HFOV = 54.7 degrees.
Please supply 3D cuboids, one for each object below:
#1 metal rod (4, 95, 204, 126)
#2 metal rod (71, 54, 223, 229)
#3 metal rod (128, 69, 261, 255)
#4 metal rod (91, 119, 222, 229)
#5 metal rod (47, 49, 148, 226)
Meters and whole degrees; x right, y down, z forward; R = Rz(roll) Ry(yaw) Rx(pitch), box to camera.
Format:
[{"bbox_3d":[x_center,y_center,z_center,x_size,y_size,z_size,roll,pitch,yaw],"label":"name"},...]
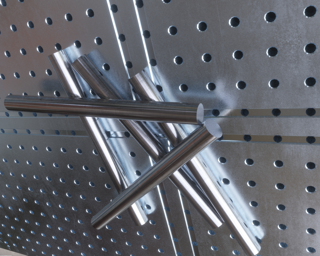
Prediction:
[{"bbox_3d":[-0.091,-0.027,0.408,0.301,0.025,0.025,5,121,25],"label":"metal rod"},{"bbox_3d":[-0.012,0.023,0.430,0.025,0.025,0.300,-34,100,38],"label":"metal rod"},{"bbox_3d":[0.052,0.054,0.416,0.025,0.025,0.299,-25,105,36],"label":"metal rod"},{"bbox_3d":[-0.023,0.081,0.439,0.025,0.025,0.299,44,129,-3],"label":"metal rod"},{"bbox_3d":[-0.087,0.027,0.471,0.025,0.025,0.299,-10,114,32],"label":"metal rod"}]
